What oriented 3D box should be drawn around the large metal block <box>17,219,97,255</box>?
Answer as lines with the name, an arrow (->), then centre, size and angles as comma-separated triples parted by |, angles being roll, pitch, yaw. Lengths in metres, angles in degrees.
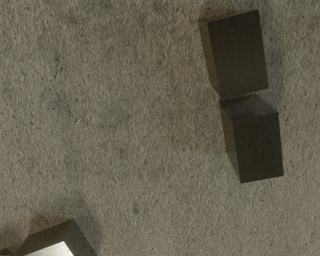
large metal block -> -0.153, 0.196, 0.467 | 0.080, 0.050, 0.080 | -22, 109, 8

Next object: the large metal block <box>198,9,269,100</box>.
large metal block -> 0.080, -0.086, 0.349 | 0.050, 0.080, 0.080 | -13, 110, 5

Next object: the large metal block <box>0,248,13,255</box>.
large metal block -> -0.259, 0.249, 0.486 | 0.080, 0.050, 0.080 | -29, 108, 10

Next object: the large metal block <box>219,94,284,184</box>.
large metal block -> 0.111, 0.010, 0.385 | 0.050, 0.080, 0.080 | -11, 110, 4
